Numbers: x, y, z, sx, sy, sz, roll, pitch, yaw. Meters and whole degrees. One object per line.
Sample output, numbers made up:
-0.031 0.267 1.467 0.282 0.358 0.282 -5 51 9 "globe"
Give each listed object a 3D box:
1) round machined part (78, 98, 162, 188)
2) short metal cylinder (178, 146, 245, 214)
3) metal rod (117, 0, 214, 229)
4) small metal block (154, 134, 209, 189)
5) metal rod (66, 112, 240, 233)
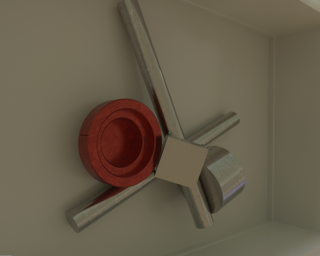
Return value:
-0.048 0.016 0.355 0.099 0.042 0.097 0 90 -40 "round machined part"
0.069 0.071 0.430 0.050 0.080 0.080 -25 106 -38 "short metal cylinder"
0.010 -0.013 0.392 0.025 0.025 0.298 -25 99 -38 "metal rod"
0.025 0.040 0.374 0.050 0.025 0.050 18 95 -6 "small metal block"
0.014 0.043 0.418 0.302 0.025 0.025 -29 108 -37 "metal rod"
